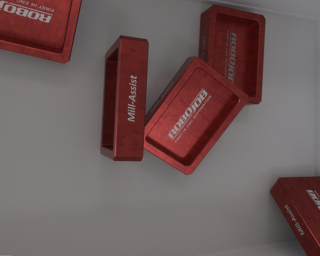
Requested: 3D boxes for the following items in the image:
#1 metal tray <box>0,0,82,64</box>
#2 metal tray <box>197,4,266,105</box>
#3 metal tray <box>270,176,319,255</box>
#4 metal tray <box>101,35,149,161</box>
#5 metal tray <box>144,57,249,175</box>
[{"bbox_3d":[-0.154,-0.129,0.327,0.131,0.030,0.089,10,119,-20],"label":"metal tray"},{"bbox_3d":[0.102,-0.101,0.445,0.091,0.030,0.129,4,89,-20],"label":"metal tray"},{"bbox_3d":[0.230,0.128,0.443,0.091,0.130,0.030,2,129,-16],"label":"metal tray"},{"bbox_3d":[-0.044,-0.030,0.359,0.030,0.090,0.129,3,89,-20],"label":"metal tray"},{"bbox_3d":[0.039,-0.015,0.400,0.090,0.030,0.130,34,98,-17],"label":"metal tray"}]
